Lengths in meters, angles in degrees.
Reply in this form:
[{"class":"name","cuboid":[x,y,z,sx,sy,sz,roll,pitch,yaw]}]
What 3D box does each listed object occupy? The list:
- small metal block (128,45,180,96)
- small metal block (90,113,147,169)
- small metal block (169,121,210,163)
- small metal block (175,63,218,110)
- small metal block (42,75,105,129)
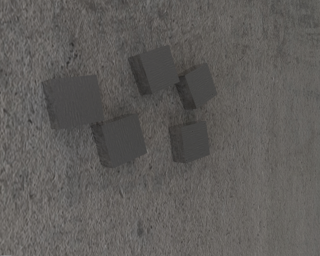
[{"class":"small metal block","cuboid":[-0.007,-0.074,0.398,0.050,0.025,0.050,-29,108,-36]},{"class":"small metal block","cuboid":[-0.047,0.014,0.365,0.050,0.025,0.050,-22,104,-38]},{"class":"small metal block","cuboid":[0.042,0.019,0.440,0.050,0.025,0.050,-13,99,-39]},{"class":"small metal block","cuboid":[0.051,-0.060,0.447,0.050,0.025,0.050,-35,112,-35]},{"class":"small metal block","cuboid":[-0.091,-0.028,0.328,0.050,0.025,0.050,-15,100,-39]}]
